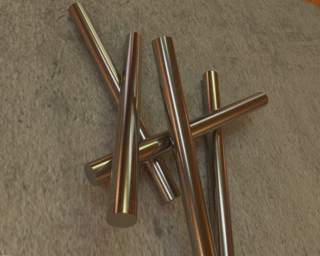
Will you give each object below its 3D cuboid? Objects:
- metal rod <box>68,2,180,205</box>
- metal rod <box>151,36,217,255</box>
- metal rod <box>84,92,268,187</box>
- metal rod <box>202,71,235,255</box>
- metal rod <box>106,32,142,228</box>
[{"bbox_3d":[-0.053,-0.043,0.402,0.025,0.025,0.299,-16,70,-35],"label":"metal rod"},{"bbox_3d":[0.030,0.044,0.342,0.025,0.025,0.298,-6,81,-31],"label":"metal rod"},{"bbox_3d":[0.045,0.001,0.395,0.302,0.025,0.025,-22,74,-36],"label":"metal rod"},{"bbox_3d":[0.077,0.043,0.421,0.025,0.025,0.299,15,55,-20],"label":"metal rod"},{"bbox_3d":[-0.035,-0.029,0.359,0.025,0.025,0.300,18,41,-18],"label":"metal rod"}]
